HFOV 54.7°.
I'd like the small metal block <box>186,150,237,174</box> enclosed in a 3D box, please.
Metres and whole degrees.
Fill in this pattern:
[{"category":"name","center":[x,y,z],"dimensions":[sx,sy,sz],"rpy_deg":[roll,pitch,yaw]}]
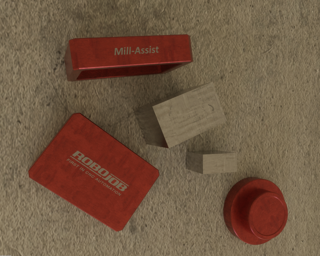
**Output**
[{"category":"small metal block","center":[0.069,0.045,0.423],"dimensions":[0.050,0.050,0.025],"rpy_deg":[-1,91,-20]}]

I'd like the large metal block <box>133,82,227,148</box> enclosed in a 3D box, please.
[{"category":"large metal block","center":[0.022,-0.016,0.389],"dimensions":[0.081,0.080,0.050],"rpy_deg":[-24,98,-19]}]

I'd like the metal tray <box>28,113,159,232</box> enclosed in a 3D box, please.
[{"category":"metal tray","center":[-0.077,0.054,0.379],"dimensions":[0.130,0.030,0.090],"rpy_deg":[38,78,-16]}]

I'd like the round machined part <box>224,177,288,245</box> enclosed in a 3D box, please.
[{"category":"round machined part","center":[0.147,0.124,0.456],"dimensions":[0.099,0.042,0.097],"rpy_deg":[0,90,-21]}]

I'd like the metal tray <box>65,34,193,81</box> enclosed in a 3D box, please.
[{"category":"metal tray","center":[-0.039,-0.080,0.360],"dimensions":[0.131,0.090,0.030],"rpy_deg":[-8,93,-20]}]
